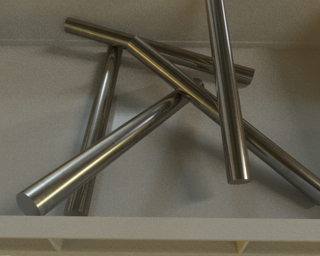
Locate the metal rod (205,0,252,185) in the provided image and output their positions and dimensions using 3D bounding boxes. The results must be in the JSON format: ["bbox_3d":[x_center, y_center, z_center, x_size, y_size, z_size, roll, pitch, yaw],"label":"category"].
[{"bbox_3d":[0.077,-0.081,0.380,0.025,0.025,0.299,-2,66,-1],"label":"metal rod"}]

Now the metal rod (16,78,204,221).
[{"bbox_3d":[-0.022,-0.002,0.344,0.025,0.025,0.302,26,35,20],"label":"metal rod"}]

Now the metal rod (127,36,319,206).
[{"bbox_3d":[0.074,-0.018,0.381,0.300,0.025,0.025,41,60,15],"label":"metal rod"}]

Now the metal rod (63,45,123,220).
[{"bbox_3d":[-0.081,-0.022,0.423,0.025,0.025,0.300,2,50,2],"label":"metal rod"}]

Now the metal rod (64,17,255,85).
[{"bbox_3d":[-0.004,-0.121,0.484,0.301,0.025,0.025,17,52,5],"label":"metal rod"}]
